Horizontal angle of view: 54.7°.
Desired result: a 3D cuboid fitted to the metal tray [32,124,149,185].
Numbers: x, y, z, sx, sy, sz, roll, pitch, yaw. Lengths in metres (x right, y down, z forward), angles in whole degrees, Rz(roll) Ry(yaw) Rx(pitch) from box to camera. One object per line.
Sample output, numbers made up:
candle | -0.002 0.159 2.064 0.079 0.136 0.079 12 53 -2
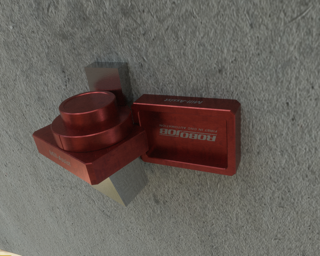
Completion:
metal tray | -0.091 0.017 0.400 0.130 0.091 0.030 19 128 39

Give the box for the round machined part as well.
round machined part | -0.085 -0.014 0.381 0.098 0.098 0.042 6 121 25

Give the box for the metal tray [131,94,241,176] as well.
metal tray | 0.033 0.007 0.391 0.130 0.030 0.089 6 121 24

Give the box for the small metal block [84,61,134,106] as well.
small metal block | -0.066 -0.059 0.405 0.050 0.025 0.050 6 121 24

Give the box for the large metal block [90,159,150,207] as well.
large metal block | -0.071 0.054 0.437 0.080 0.050 0.080 18 141 39
